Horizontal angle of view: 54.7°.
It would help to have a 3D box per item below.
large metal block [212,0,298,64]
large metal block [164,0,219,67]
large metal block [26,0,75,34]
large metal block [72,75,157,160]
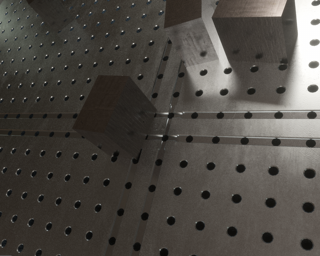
[{"bbox_3d":[0.121,-0.128,0.387,0.080,0.080,0.050,12,68,33],"label":"large metal block"},{"bbox_3d":[0.047,-0.147,0.437,0.050,0.080,0.080,-10,58,23],"label":"large metal block"},{"bbox_3d":[-0.236,-0.260,0.653,0.050,0.080,0.080,-39,51,2],"label":"large metal block"},{"bbox_3d":[-0.056,-0.013,0.409,0.050,0.080,0.080,7,65,31],"label":"large metal block"}]
